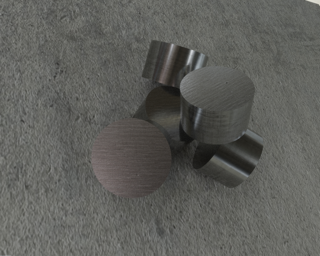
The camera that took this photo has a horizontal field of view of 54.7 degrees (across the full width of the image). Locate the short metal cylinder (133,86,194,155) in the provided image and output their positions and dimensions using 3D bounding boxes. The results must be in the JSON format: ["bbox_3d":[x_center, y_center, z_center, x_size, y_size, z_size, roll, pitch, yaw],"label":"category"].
[{"bbox_3d":[0.009,-0.007,0.398,0.081,0.050,0.080,14,55,-21],"label":"short metal cylinder"}]

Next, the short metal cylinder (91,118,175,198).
[{"bbox_3d":[-0.026,0.029,0.331,0.080,0.050,0.079,0,92,6],"label":"short metal cylinder"}]

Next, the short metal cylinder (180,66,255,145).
[{"bbox_3d":[0.063,-0.027,0.354,0.080,0.050,0.080,-2,45,2],"label":"short metal cylinder"}]

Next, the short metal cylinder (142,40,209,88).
[{"bbox_3d":[0.020,-0.083,0.423,0.081,0.080,0.050,13,100,-21],"label":"short metal cylinder"}]

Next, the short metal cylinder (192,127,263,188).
[{"bbox_3d":[0.085,0.029,0.397,0.050,0.080,0.080,31,52,-9],"label":"short metal cylinder"}]
